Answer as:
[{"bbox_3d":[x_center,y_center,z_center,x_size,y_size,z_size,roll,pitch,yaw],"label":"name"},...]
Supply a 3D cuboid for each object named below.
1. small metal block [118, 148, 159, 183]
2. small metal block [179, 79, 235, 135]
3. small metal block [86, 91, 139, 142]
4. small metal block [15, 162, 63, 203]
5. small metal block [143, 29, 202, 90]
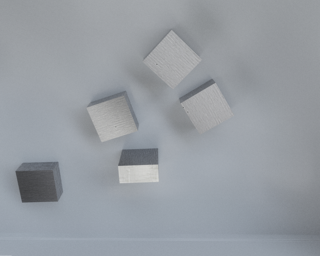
[{"bbox_3d":[-0.027,0.050,0.416,0.050,0.050,0.025,-2,110,0],"label":"small metal block"},{"bbox_3d":[0.060,-0.028,0.402,0.050,0.025,0.050,-31,108,10],"label":"small metal block"},{"bbox_3d":[-0.060,-0.015,0.405,0.050,0.025,0.050,-18,109,6],"label":"small metal block"},{"bbox_3d":[-0.169,0.076,0.437,0.050,0.025,0.050,-2,110,0],"label":"small metal block"},{"bbox_3d":[0.015,-0.085,0.380,0.050,0.025,0.050,41,105,-14],"label":"small metal block"}]
